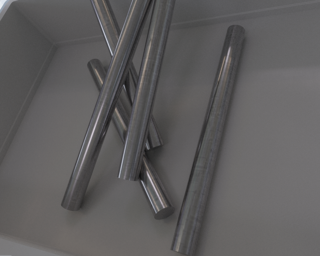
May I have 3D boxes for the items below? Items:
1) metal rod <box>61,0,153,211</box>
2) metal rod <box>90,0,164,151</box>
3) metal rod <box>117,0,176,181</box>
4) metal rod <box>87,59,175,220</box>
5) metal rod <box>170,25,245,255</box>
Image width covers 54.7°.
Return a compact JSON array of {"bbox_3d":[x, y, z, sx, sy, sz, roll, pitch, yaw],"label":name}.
[{"bbox_3d":[-0.066,-0.036,0.394,0.025,0.025,0.298,24,96,36],"label":"metal rod"},{"bbox_3d":[-0.059,-0.112,0.422,0.025,0.025,0.299,-24,80,14],"label":"metal rod"},{"bbox_3d":[-0.008,-0.087,0.371,0.025,0.025,0.298,10,86,32],"label":"metal rod"},{"bbox_3d":[-0.053,-0.007,0.437,0.025,0.025,0.300,-35,51,5],"label":"metal rod"},{"bbox_3d":[0.064,-0.004,0.374,0.025,0.025,0.300,4,63,30],"label":"metal rod"}]
